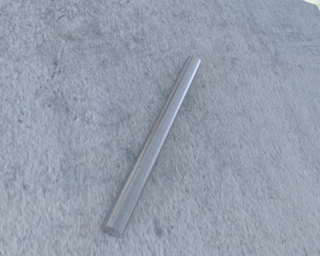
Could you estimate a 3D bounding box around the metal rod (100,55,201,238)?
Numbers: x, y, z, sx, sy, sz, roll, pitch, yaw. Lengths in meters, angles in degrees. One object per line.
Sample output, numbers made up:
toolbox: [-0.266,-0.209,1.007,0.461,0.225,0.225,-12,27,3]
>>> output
metal rod: [0.003,-0.001,0.407,0.025,0.025,0.301,32,51,-8]
